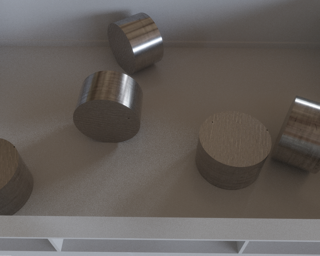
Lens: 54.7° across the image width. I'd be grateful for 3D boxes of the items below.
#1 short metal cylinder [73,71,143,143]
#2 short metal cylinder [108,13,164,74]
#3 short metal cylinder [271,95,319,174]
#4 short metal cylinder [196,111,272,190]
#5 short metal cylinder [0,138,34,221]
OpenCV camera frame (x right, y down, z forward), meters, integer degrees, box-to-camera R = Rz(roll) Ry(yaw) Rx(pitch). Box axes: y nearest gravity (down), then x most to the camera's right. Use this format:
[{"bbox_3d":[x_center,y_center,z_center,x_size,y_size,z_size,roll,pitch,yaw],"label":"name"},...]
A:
[{"bbox_3d":[-0.063,-0.025,0.390,0.080,0.080,0.050,1,50,1],"label":"short metal cylinder"},{"bbox_3d":[-0.038,-0.130,0.479,0.050,0.080,0.080,-29,56,-22],"label":"short metal cylinder"},{"bbox_3d":[0.170,0.007,0.364,0.050,0.080,0.080,22,53,17],"label":"short metal cylinder"},{"bbox_3d":[0.085,0.026,0.367,0.080,0.050,0.080,0,50,0],"label":"short metal cylinder"},{"bbox_3d":[-0.188,0.057,0.340,0.080,0.050,0.080,0,50,0],"label":"short metal cylinder"}]
